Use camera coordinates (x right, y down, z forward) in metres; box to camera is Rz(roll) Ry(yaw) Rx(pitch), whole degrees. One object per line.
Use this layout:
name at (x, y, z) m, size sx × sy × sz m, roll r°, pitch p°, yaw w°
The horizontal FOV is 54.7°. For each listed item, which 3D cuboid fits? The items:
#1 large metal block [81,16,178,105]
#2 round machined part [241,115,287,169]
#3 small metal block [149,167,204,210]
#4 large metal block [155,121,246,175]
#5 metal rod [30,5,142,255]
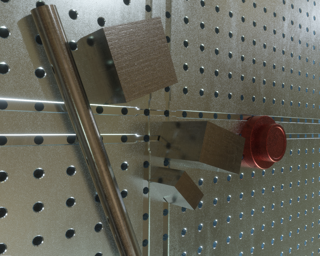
large metal block at (-0.034, -0.079, 0.364) m, size 0.081 × 0.050 × 0.080 m, roll -27°, pitch 107°, yaw -37°
round machined part at (0.193, 0.026, 0.560) m, size 0.099 × 0.042 × 0.097 m, roll 0°, pitch 90°, yaw -40°
small metal block at (0.022, 0.079, 0.411) m, size 0.025 × 0.050 × 0.050 m, roll -53°, pitch 121°, yaw -27°
large metal block at (0.055, 0.026, 0.419) m, size 0.080 × 0.080 × 0.050 m, roll 21°, pitch 77°, yaw -38°
metal rod at (-0.076, 0.019, 0.345) m, size 0.025 × 0.025 × 0.298 m, roll -27°, pitch 107°, yaw -37°
